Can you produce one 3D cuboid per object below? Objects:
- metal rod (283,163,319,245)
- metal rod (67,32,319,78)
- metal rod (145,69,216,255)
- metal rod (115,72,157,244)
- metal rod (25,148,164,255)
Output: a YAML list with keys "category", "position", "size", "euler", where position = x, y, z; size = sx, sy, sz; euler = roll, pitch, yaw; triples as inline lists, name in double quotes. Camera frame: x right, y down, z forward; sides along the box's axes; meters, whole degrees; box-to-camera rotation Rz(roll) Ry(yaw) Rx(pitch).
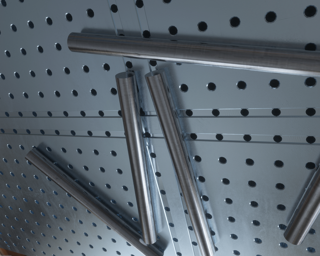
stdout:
- category: "metal rod"
  position: [0.191, 0.021, 0.323]
  size: [0.025, 0.025, 0.298]
  euler: [19, 126, 16]
- category: "metal rod"
  position: [0.026, -0.084, 0.344]
  size: [0.301, 0.025, 0.025]
  euler: [11, 123, 22]
- category: "metal rod"
  position: [0.035, 0.064, 0.431]
  size: [0.025, 0.025, 0.298]
  euler: [-4, 117, 29]
- category: "metal rod"
  position: [-0.031, 0.062, 0.464]
  size: [0.025, 0.025, 0.298]
  euler: [8, 122, 23]
- category: "metal rod"
  position: [-0.118, 0.140, 0.557]
  size: [0.300, 0.025, 0.025]
  euler: [39, 129, 1]
